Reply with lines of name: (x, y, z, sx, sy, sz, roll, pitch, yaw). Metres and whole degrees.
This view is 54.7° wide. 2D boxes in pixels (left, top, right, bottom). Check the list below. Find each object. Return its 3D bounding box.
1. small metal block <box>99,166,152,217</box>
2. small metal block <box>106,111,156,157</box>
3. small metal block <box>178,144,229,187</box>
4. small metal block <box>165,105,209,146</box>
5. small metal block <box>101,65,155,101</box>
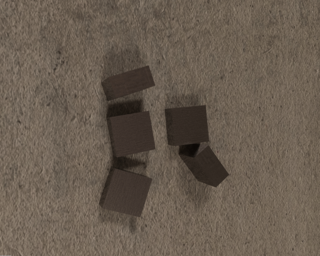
small metal block: (-0.044, 0.081, 0.394, 0.050, 0.025, 0.050, 20, 83, -19)
small metal block: (-0.037, 0.007, 0.396, 0.050, 0.025, 0.050, -11, 94, -20)
small metal block: (0.058, 0.049, 0.419, 0.025, 0.050, 0.050, -40, 103, -16)
small metal block: (0.037, -0.004, 0.424, 0.050, 0.025, 0.050, -6, 92, -20)
small metal block: (-0.040, -0.054, 0.382, 0.050, 0.050, 0.025, -20, 97, -19)
